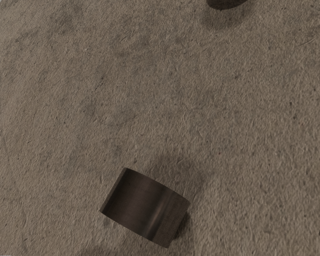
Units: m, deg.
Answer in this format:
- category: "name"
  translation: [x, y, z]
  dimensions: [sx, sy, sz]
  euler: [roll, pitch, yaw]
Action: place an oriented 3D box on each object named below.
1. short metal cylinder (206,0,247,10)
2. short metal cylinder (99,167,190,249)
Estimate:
- category: "short metal cylinder"
  translation: [0.102, -0.229, 0.474]
  dimensions: [0.080, 0.050, 0.080]
  euler: [-13, 56, 20]
- category: "short metal cylinder"
  translation: [-0.015, 0.083, 0.325]
  dimensions: [0.080, 0.080, 0.050]
  euler: [18, 71, 34]
